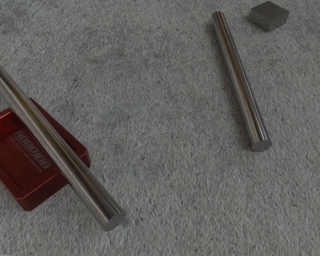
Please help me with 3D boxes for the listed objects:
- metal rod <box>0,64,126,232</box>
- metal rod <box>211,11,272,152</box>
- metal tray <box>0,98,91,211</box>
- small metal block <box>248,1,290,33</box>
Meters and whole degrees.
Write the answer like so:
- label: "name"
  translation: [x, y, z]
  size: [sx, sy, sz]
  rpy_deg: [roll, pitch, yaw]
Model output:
- label: "metal rod"
  translation: [-0.140, 0.000, 0.361]
  size: [0.025, 0.025, 0.300]
  rpy_deg: [-34, 58, -25]
- label: "metal rod"
  translation: [0.118, -0.092, 0.481]
  size: [0.025, 0.025, 0.300]
  rpy_deg: [-3, 50, -3]
- label: "metal tray"
  translation: [-0.160, 0.025, 0.376]
  size: [0.130, 0.030, 0.091]
  rpy_deg: [37, 59, 26]
- label: "small metal block"
  translation: [0.204, -0.210, 0.583]
  size: [0.050, 0.025, 0.050]
  rpy_deg: [-29, 56, -23]
